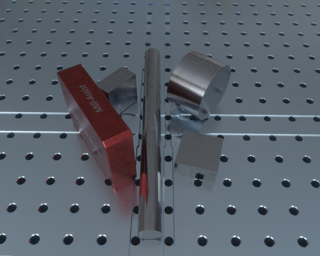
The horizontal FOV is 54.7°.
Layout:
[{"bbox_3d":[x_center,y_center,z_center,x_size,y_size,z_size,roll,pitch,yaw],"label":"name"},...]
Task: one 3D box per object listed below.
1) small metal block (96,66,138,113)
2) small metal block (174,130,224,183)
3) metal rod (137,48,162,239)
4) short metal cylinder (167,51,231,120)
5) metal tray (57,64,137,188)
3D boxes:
[{"bbox_3d":[-0.059,-0.049,0.431,0.025,0.050,0.050,34,58,25],"label":"small metal block"},{"bbox_3d":[0.048,0.034,0.380,0.050,0.025,0.050,12,51,9],"label":"small metal block"},{"bbox_3d":[-0.011,-0.006,0.412,0.025,0.025,0.300,0,50,-1],"label":"metal rod"},{"bbox_3d":[0.053,-0.058,0.421,0.050,0.080,0.080,31,56,23],"label":"short metal cylinder"},{"bbox_3d":[-0.075,-0.003,0.366,0.030,0.089,0.130,-26,55,-20],"label":"metal tray"}]
